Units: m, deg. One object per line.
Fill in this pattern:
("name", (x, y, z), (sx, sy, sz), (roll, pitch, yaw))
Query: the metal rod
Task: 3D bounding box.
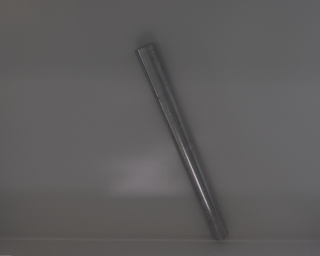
("metal rod", (0.037, 0.032, 0.423), (0.025, 0.025, 0.299), (-21, 109, 7))
